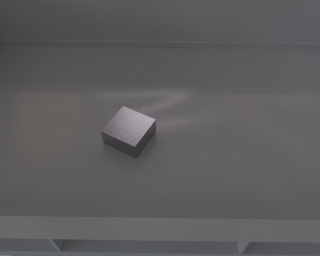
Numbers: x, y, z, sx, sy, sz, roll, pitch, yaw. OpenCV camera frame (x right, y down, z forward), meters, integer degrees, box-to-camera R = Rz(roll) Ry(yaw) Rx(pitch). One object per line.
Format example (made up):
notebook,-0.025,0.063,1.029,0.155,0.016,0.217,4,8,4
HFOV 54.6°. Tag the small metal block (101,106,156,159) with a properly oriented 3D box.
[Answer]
small metal block,-0.040,0.005,0.401,0.050,0.025,0.050,23,54,18
